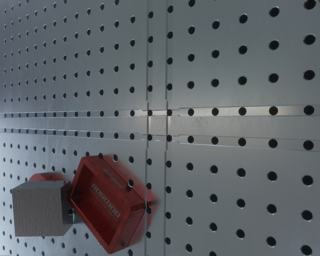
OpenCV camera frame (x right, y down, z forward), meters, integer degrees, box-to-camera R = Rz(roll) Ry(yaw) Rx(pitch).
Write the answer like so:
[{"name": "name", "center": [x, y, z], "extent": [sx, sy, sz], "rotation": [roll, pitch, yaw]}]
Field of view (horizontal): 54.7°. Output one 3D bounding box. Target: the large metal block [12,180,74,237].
[{"name": "large metal block", "center": [-0.198, 0.135, 0.528], "extent": [0.080, 0.050, 0.079], "rotation": [-2, 95, 3]}]

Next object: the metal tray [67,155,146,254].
[{"name": "metal tray", "center": [-0.088, 0.114, 0.478], "extent": [0.130, 0.030, 0.089], "rotation": [38, 113, 33]}]

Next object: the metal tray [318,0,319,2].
[{"name": "metal tray", "center": [0.200, -0.142, 0.240], "extent": [0.130, 0.030, 0.089], "rotation": [23, 105, 37]}]

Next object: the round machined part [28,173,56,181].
[{"name": "round machined part", "center": [-0.233, 0.136, 0.591], "extent": [0.098, 0.042, 0.097], "rotation": [0, 90, 40]}]
